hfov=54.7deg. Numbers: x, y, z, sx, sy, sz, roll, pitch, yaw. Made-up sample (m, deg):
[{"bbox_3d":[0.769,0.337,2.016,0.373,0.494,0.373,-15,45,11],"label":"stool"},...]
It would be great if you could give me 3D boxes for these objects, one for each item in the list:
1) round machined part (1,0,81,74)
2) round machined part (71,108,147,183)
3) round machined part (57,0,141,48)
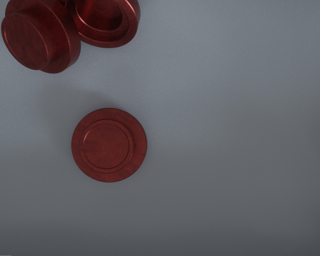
[{"bbox_3d":[-0.149,-0.109,0.374,0.098,0.042,0.097,17,132,20],"label":"round machined part"},{"bbox_3d":[-0.066,0.023,0.402,0.099,0.042,0.097,0,90,0],"label":"round machined part"},{"bbox_3d":[-0.072,-0.148,0.381,0.099,0.098,0.042,9,60,0],"label":"round machined part"}]
